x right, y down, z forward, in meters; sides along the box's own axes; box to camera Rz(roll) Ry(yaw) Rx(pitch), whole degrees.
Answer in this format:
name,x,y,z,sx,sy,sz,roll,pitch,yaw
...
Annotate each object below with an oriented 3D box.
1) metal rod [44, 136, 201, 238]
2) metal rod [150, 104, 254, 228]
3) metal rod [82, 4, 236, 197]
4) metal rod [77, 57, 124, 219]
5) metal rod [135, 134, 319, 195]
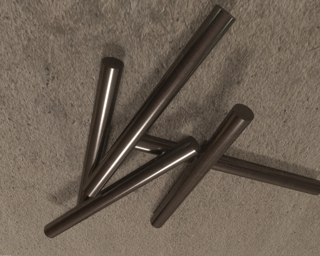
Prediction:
name,x,y,z,sx,sy,sz,roll,pitch,yaw
metal rod,-0.069,0.096,0.453,0.299,0.025,0.025,-34,123,25
metal rod,0.043,0.074,0.442,0.025,0.025,0.298,14,138,-12
metal rod,-0.017,-0.013,0.378,0.025,0.025,0.298,27,120,-22
metal rod,-0.092,0.037,0.437,0.025,0.025,0.298,12,129,-10
metal rod,0.107,0.056,0.456,0.302,0.025,0.025,15,128,-14
